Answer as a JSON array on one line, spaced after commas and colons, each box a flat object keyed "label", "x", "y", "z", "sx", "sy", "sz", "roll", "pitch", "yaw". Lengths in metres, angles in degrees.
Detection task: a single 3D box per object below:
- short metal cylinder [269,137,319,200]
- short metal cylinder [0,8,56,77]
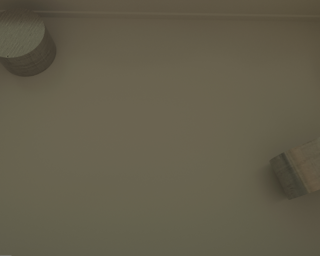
[{"label": "short metal cylinder", "x": 0.179, "y": 0.046, "z": 0.366, "sx": 0.081, "sy": 0.080, "sz": 0.050, "roll": -19, "pitch": 72, "yaw": -7}, {"label": "short metal cylinder", "x": -0.195, "y": -0.120, "z": 0.438, "sx": 0.081, "sy": 0.050, "sz": 0.080, "roll": 0, "pitch": 70, "yaw": 0}]
